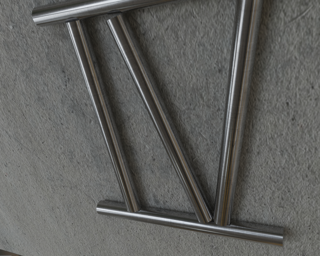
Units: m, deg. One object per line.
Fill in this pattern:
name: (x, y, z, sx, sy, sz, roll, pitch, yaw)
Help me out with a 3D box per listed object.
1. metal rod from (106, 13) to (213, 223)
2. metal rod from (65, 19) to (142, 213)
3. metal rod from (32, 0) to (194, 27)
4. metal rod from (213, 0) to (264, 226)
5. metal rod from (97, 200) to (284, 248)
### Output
metal rod: (0.008, 0.001, 0.403, 0.025, 0.025, 0.299, -12, 113, 33)
metal rod: (-0.073, -0.001, 0.443, 0.025, 0.025, 0.298, 1, 119, 27)
metal rod: (-0.021, -0.140, 0.331, 0.301, 0.025, 0.025, 1, 119, 27)
metal rod: (0.086, 0.002, 0.362, 0.025, 0.025, 0.298, 12, 124, 21)
metal rod: (0.030, 0.143, 0.478, 0.301, 0.025, 0.025, 1, 119, 27)
